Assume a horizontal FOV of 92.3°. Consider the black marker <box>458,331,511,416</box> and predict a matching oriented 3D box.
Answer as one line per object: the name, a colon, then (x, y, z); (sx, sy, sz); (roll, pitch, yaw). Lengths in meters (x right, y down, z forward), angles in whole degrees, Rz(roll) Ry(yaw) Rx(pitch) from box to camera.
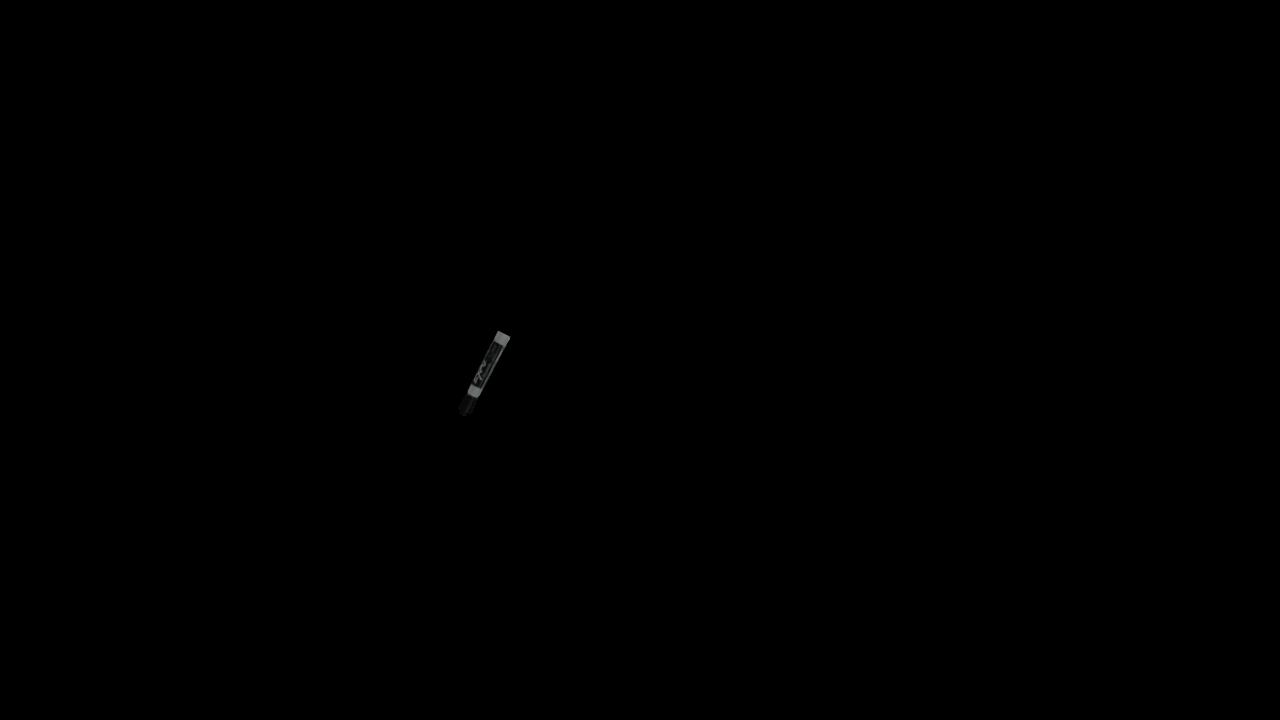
black marker: (-0.208, 0.019, 0.817); (0.020, 0.121, 0.020); (26, -3, 2)
